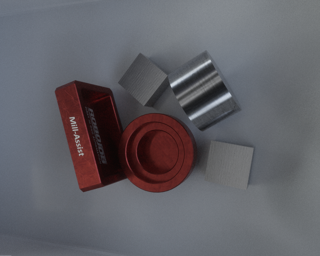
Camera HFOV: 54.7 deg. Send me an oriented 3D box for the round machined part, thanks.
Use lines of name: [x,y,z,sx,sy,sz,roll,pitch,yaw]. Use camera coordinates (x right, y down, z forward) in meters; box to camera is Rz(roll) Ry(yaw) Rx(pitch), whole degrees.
round machined part: [0.000,0.030,0.397,0.098,0.042,0.097,0,90,19]

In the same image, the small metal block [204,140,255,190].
small metal block: [0.085,0.044,0.378,0.050,0.025,0.050,10,93,20]

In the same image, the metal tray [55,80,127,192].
metal tray: [-0.081,0.009,0.401,0.030,0.090,0.129,-18,84,19]

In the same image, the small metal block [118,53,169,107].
small metal block: [-0.019,-0.063,0.414,0.050,0.025,0.050,42,104,16]

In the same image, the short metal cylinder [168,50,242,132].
short metal cylinder: [0.053,-0.043,0.361,0.050,0.080,0.080,-31,80,17]
